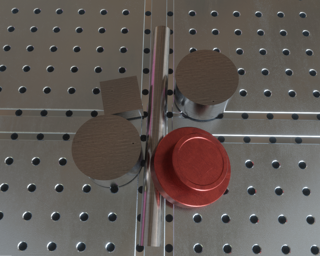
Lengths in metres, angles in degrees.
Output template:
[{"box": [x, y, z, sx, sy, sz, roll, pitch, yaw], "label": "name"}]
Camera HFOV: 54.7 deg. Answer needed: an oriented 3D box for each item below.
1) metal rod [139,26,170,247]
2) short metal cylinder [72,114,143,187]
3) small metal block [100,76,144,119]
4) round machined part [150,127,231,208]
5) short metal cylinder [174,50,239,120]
[{"box": [-0.004, -0.004, 0.409, 0.025, 0.025, 0.299, 3, 70, 1], "label": "metal rod"}, {"box": [-0.062, 0.029, 0.383, 0.081, 0.050, 0.080, 0, 70, 0], "label": "short metal cylinder"}, {"box": [-0.052, -0.040, 0.421, 0.050, 0.025, 0.050, -10, 70, -4], "label": "small metal block"}, {"box": [0.041, 0.044, 0.370, 0.099, 0.042, 0.098, 6, 69, -15], "label": "round machined part"}, {"box": [0.059, -0.057, 0.415, 0.081, 0.050, 0.080, 0, 70, 0], "label": "short metal cylinder"}]
